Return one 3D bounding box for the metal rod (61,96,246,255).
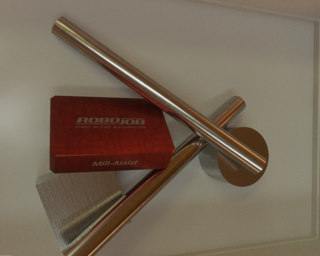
[{"bbox_3d":[0.013,0.047,0.376,0.302,0.025,0.025,-39,103,-30],"label":"metal rod"}]

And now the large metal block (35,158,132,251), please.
[{"bbox_3d":[-0.089,0.083,0.360,0.081,0.050,0.080,-20,97,-19],"label":"large metal block"}]

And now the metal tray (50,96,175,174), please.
[{"bbox_3d":[-0.057,0.005,0.356,0.131,0.030,0.090,0,46,-19],"label":"metal tray"}]

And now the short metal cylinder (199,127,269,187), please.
[{"bbox_3d":[0.103,0.038,0.434,0.081,0.050,0.079,0,90,-21],"label":"short metal cylinder"}]

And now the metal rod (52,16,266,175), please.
[{"bbox_3d":[0.003,-0.037,0.380,0.301,0.025,0.025,35,78,-5],"label":"metal rod"}]
